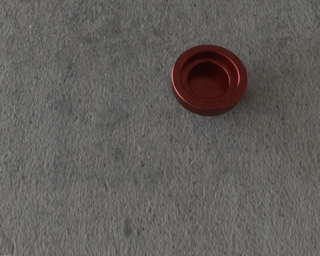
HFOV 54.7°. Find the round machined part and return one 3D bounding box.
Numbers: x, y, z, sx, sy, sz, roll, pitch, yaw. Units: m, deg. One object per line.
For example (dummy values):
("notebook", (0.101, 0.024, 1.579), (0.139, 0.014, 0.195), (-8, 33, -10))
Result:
("round machined part", (0.065, -0.061, 0.422), (0.099, 0.042, 0.098), (0, 70, -1))
